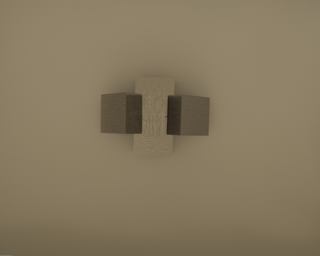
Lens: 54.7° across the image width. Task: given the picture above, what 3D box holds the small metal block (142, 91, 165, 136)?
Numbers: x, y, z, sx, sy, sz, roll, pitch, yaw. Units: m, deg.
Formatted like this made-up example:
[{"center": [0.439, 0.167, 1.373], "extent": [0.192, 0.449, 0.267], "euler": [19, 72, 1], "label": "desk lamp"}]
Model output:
[{"center": [-0.007, -0.016, 0.371], "extent": [0.025, 0.050, 0.050], "euler": [1, 90, -1], "label": "small metal block"}]

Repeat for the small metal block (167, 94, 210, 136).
[{"center": [0.037, -0.016, 0.398], "extent": [0.050, 0.025, 0.050], "euler": [1, 91, -39], "label": "small metal block"}]

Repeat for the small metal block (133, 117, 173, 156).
[{"center": [-0.008, 0.010, 0.409], "extent": [0.050, 0.025, 0.050], "euler": [3, 90, 0], "label": "small metal block"}]

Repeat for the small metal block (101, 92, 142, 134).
[{"center": [-0.050, -0.018, 0.395], "extent": [0.050, 0.025, 0.050], "euler": [1, 90, 43], "label": "small metal block"}]

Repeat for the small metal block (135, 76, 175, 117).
[{"center": [-0.007, -0.040, 0.409], "extent": [0.050, 0.025, 0.050], "euler": [3, 90, -1], "label": "small metal block"}]
